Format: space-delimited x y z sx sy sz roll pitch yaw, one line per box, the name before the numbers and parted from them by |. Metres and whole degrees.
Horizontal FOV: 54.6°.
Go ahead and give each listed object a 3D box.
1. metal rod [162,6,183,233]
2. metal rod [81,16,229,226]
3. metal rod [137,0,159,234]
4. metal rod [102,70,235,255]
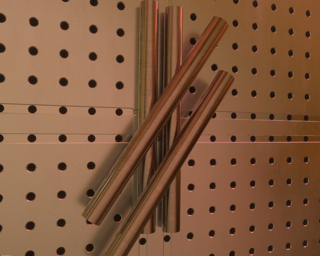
metal rod | 0.017 -0.011 0.419 0.025 0.025 0.298 1 90 -20
metal rod | 0.000 -0.017 0.387 0.025 0.025 0.300 37 78 -17
metal rod | -0.016 -0.014 0.407 0.025 0.025 0.298 1 90 -20
metal rod | 0.010 0.053 0.389 0.025 0.025 0.300 36 78 -17
